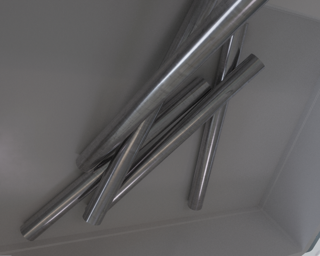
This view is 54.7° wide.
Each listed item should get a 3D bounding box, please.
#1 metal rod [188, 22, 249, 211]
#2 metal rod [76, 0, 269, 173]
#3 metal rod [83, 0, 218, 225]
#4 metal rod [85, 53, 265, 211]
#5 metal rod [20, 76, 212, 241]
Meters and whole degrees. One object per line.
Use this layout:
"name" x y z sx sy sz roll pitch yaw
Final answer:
"metal rod" 0.078 0.000 0.450 0.025 0.025 0.298 -6 121 -25
"metal rod" -0.004 -0.035 0.298 0.025 0.025 0.299 17 137 -35
"metal rod" -0.016 -0.016 0.367 0.025 0.025 0.299 22 100 -36
"metal rod" 0.014 0.018 0.407 0.300 0.025 0.025 -43 130 9
"metal rod" -0.055 0.038 0.401 0.300 0.025 0.025 -40 129 -1
